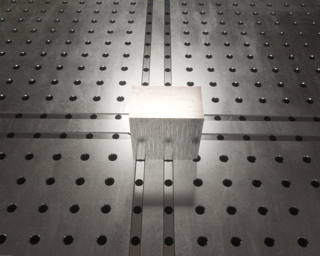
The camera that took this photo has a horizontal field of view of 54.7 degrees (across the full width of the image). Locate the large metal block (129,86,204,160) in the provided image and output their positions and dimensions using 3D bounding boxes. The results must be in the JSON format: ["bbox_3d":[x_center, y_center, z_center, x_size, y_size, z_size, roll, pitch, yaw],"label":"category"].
[{"bbox_3d":[0.007,-0.004,0.376,0.081,0.080,0.050,1,50,0],"label":"large metal block"}]
